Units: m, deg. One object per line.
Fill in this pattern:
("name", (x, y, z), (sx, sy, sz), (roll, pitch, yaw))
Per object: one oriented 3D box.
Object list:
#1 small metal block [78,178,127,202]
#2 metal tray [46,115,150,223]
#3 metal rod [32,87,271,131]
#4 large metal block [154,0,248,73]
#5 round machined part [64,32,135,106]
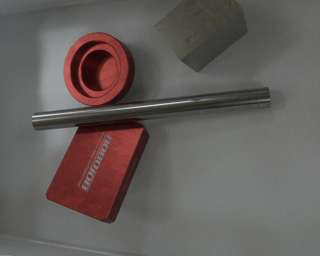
("small metal block", (-0.078, 0.081, 0.424), (0.050, 0.050, 0.025), (5, 92, 19))
("metal tray", (-0.080, 0.048, 0.408), (0.090, 0.030, 0.130), (16, 72, 19))
("metal rod", (-0.019, -0.022, 0.393), (0.301, 0.025, 0.025), (-5, 88, 11))
("large metal block", (0.052, -0.116, 0.363), (0.080, 0.080, 0.050), (-38, 78, 16))
("round machined part", (-0.079, -0.078, 0.428), (0.098, 0.042, 0.097), (0, 90, 19))
